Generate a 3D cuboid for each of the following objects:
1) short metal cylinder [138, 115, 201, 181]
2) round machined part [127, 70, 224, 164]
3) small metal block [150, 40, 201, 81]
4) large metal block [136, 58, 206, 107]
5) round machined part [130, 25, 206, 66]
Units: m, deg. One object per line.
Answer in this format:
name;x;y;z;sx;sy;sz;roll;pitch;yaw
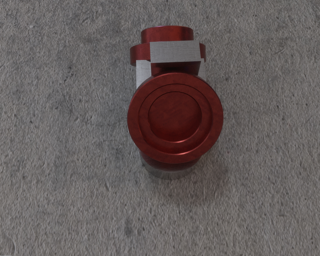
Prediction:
short metal cylinder;0.013;0.022;0.389;0.081;0.050;0.080;0;70;0
round machined part;0.016;-0.014;0.336;0.099;0.042;0.097;-1;109;-1
small metal block;0.015;-0.069;0.336;0.050;0.050;0.025;-3;70;-1
large metal block;0.013;-0.045;0.396;0.081;0.080;0.050;-2;70;-1
round machined part;0.010;-0.105;0.405;0.099;0.098;0.042;-2;95;-1
